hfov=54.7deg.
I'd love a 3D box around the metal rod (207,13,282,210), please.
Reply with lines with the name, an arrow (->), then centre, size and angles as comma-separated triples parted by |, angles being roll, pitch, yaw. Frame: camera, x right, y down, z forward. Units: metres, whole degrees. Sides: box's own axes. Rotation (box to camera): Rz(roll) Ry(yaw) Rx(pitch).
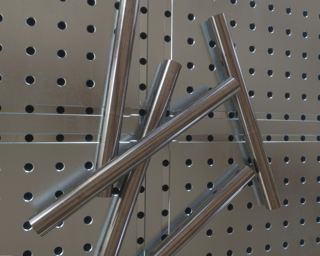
metal rod -> 0.128, -0.020, 0.461 | 0.025, 0.025, 0.298 | -21, 97, -19

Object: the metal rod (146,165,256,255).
metal rod -> 0.020, 0.155, 0.421 | 0.301, 0.025, 0.025 | -39, 103, -16

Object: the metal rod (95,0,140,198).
metal rod -> -0.052, -0.064, 0.393 | 0.025, 0.025, 0.298 | 9, 87, -20

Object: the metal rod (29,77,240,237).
metal rod -> -0.017, 0.024, 0.379 | 0.301, 0.025, 0.025 | -35, 102, -17

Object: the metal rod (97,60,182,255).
metal rod -> -0.030, 0.053, 0.402 | 0.025, 0.025, 0.299 | 21, 83, -19
